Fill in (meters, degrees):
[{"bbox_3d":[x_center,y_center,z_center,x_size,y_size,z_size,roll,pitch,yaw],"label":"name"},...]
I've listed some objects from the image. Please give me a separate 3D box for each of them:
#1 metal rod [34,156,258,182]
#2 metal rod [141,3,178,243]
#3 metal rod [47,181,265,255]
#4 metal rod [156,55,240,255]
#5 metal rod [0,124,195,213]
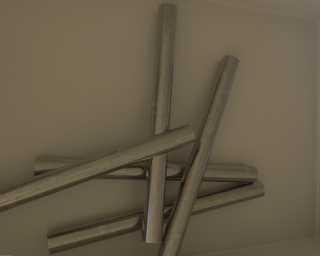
[{"bbox_3d":[-0.003,0.057,0.409,0.302,0.025,0.025,5,89,-20],"label":"metal rod"},{"bbox_3d":[0.000,-0.012,0.392,0.025,0.025,0.298,7,81,-20],"label":"metal rod"},{"bbox_3d":[0.010,0.114,0.414,0.303,0.025,0.025,-9,93,-20],"label":"metal rod"},{"bbox_3d":[0.053,0.037,0.409,0.025,0.025,0.299,26,73,-19],"label":"metal rod"},{"bbox_3d":[-0.101,0.054,0.345,0.302,0.025,0.025,-19,97,-14],"label":"metal rod"}]
